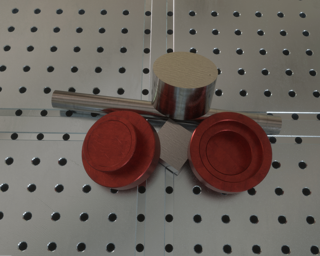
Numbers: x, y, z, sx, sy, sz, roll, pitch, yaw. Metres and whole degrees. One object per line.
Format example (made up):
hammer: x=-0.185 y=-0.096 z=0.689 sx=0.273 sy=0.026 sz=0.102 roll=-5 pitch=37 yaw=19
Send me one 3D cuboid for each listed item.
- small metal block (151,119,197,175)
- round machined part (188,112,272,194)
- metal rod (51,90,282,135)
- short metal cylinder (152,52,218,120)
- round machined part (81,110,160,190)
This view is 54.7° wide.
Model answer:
small metal block: x=0.017 y=0.024 z=0.399 sx=0.050 sy=0.025 sz=0.050 roll=35 pitch=73 yaw=11
round machined part: x=0.083 y=0.032 z=0.385 sx=0.099 sy=0.042 sz=0.098 roll=1 pitch=72 yaw=-3
metal rod: x=0.007 y=-0.021 z=0.416 sx=0.302 sy=0.025 sz=0.025 roll=7 pitch=70 yaw=2
short metal cylinder: x=0.030 y=-0.056 z=0.399 sx=0.081 sy=0.050 sz=0.080 roll=3 pitch=44 yaw=-2
round machined part: x=-0.053 y=0.023 z=0.376 sx=0.098 sy=0.042 sz=0.098 roll=-6 pitch=70 yaw=17
